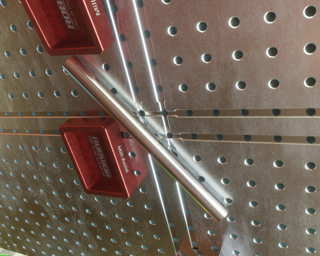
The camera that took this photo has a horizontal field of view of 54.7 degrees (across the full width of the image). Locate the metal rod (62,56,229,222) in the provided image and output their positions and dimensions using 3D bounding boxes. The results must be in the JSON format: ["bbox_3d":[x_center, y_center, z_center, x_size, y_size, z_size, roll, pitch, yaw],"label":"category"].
[{"bbox_3d":[-0.017,0.017,0.429,0.300,0.025,0.025,45,129,-4],"label":"metal rod"}]

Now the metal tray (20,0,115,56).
[{"bbox_3d":[-0.116,-0.149,0.356,0.090,0.030,0.129,5,133,26],"label":"metal tray"}]

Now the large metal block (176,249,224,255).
[{"bbox_3d":[0.073,0.248,0.509,0.080,0.050,0.080,-15,111,34],"label":"large metal block"}]

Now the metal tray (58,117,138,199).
[{"bbox_3d":[-0.095,0.047,0.484,0.090,0.030,0.129,-1,118,28],"label":"metal tray"}]
